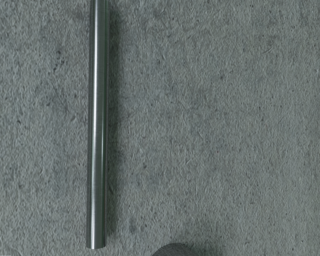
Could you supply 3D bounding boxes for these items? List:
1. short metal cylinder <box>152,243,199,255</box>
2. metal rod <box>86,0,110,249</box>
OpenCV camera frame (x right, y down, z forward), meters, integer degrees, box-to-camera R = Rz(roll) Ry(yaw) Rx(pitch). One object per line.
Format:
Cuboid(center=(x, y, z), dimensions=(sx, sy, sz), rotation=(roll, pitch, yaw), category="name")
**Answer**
Cuboid(center=(0.026, 0.200, 0.407), dimensions=(0.081, 0.050, 0.079), rotation=(0, 90, -21), category="short metal cylinder")
Cuboid(center=(-0.076, -0.005, 0.381), dimensions=(0.025, 0.025, 0.298), rotation=(1, 90, -20), category="metal rod")
